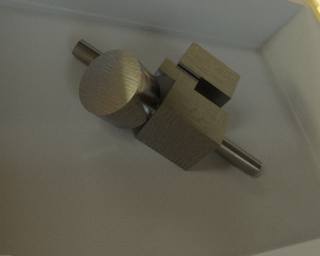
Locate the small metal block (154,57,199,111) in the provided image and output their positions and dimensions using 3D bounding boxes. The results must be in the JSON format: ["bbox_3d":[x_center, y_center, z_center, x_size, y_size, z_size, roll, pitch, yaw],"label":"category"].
[{"bbox_3d":[0.013,-0.054,0.400,0.050,0.050,0.025,35,51,-5],"label":"small metal block"}]

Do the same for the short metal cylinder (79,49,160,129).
[{"bbox_3d":[-0.047,-0.044,0.364,0.050,0.080,0.080,37,35,-59],"label":"short metal cylinder"}]

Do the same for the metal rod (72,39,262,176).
[{"bbox_3d":[0.014,-0.025,0.429,0.301,0.025,0.025,34,51,-6],"label":"metal rod"}]

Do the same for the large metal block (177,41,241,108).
[{"bbox_3d":[0.051,-0.058,0.435,0.080,0.080,0.050,35,51,-6],"label":"large metal block"}]

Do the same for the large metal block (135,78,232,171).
[{"bbox_3d":[0.027,-0.001,0.386,0.080,0.080,0.050,34,51,-6],"label":"large metal block"}]
